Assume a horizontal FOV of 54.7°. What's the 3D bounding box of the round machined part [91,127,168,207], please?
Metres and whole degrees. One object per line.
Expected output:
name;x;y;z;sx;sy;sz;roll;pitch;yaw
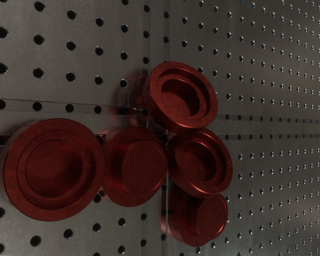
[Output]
round machined part;-0.029;0.047;0.376;0.099;0.042;0.097;0;90;-40

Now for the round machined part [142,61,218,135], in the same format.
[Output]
round machined part;0.022;-0.034;0.402;0.099;0.042;0.098;13;58;-22

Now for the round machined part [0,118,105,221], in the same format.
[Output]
round machined part;-0.108;0.039;0.309;0.099;0.042;0.097;0;90;-40

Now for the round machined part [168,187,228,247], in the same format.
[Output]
round machined part;0.062;0.125;0.453;0.099;0.042;0.097;0;90;-40

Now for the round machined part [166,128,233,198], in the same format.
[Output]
round machined part;0.049;0.049;0.426;0.099;0.042;0.098;18;55;-27
